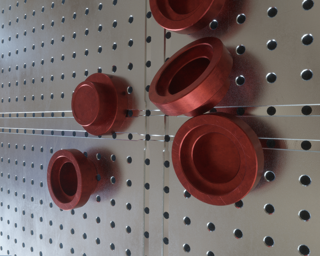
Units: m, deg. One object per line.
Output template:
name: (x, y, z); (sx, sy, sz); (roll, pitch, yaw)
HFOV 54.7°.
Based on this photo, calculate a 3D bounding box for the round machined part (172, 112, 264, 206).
round machined part: (0.065, 0.031, 0.338); (0.098, 0.042, 0.097); (7, 102, 35)

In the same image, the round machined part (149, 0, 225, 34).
round machined part: (0.037, -0.160, 0.366); (0.098, 0.042, 0.097); (0, 90, 39)

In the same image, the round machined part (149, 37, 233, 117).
round machined part: (0.038, -0.051, 0.345); (0.098, 0.042, 0.098); (-31, 34, 24)

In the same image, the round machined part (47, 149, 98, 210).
round machined part: (-0.142, 0.083, 0.512); (0.098, 0.042, 0.097); (0, 90, 39)

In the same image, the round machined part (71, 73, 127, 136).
round machined part: (-0.099, -0.036, 0.478); (0.098, 0.042, 0.097); (0, 90, 39)
